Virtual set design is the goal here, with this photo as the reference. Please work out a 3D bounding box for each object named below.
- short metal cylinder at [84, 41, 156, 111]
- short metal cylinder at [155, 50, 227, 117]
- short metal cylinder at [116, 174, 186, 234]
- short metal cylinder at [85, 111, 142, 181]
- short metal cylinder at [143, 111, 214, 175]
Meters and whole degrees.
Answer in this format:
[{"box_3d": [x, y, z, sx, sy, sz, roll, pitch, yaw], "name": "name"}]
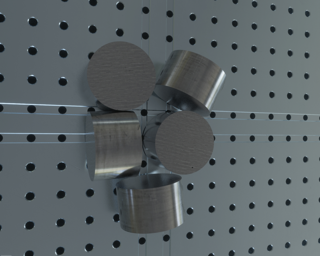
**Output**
[{"box_3d": [-0.051, -0.060, 0.380, 0.081, 0.050, 0.079, 0, 90, -19], "name": "short metal cylinder"}, {"box_3d": [0.038, -0.056, 0.397, 0.080, 0.080, 0.050, 30, 80, -18], "name": "short metal cylinder"}, {"box_3d": [-0.011, 0.089, 0.379, 0.081, 0.080, 0.050, -7, 93, -20], "name": "short metal cylinder"}, {"box_3d": [-0.057, 0.020, 0.363, 0.050, 0.080, 0.079, -3, 91, -21], "name": "short metal cylinder"}, {"box_3d": [0.023, 0.018, 0.408, 0.081, 0.050, 0.079, 0, 91, -21], "name": "short metal cylinder"}]
